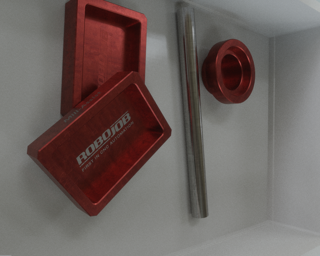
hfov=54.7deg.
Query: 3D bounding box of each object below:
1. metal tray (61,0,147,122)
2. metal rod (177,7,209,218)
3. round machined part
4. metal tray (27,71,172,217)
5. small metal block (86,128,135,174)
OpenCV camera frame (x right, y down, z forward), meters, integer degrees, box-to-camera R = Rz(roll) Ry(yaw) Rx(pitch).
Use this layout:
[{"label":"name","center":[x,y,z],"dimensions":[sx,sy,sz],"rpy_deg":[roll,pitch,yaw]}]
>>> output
[{"label":"metal tray","center":[-0.061,-0.073,0.353],"dimensions":[0.091,0.030,0.129],"rpy_deg":[3,88,-40]},{"label":"metal rod","center":[0.048,-0.019,0.448],"dimensions":[0.025,0.025,0.298],"rpy_deg":[-8,95,-40]},{"label":"round machined part","center":[0.103,-0.086,0.485],"dimensions":[0.099,0.042,0.097],"rpy_deg":[0,90,-40]},{"label":"metal tray","center":[-0.054,0.013,0.321],"dimensions":[0.131,0.030,0.090],"rpy_deg":[-46,122,-26]},{"label":"small metal block","center":[-0.057,0.023,0.361],"dimensions":[0.050,0.025,0.050],"rpy_deg":[-5,93,-40]}]
